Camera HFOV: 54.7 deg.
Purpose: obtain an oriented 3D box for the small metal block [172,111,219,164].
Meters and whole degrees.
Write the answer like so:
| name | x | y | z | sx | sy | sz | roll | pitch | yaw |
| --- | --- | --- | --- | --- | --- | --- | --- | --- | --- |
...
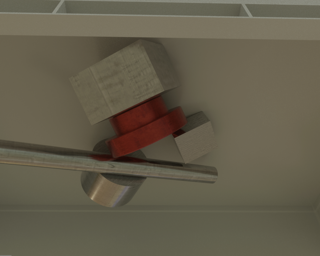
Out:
| name | x | y | z | sx | sy | sz | roll | pitch | yaw |
| --- | --- | --- | --- | --- | --- | --- | --- | --- | --- |
| small metal block | 0.045 | 0.013 | 0.412 | 0.050 | 0.025 | 0.050 | -26 | 128 | -2 |

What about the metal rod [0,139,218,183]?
| name | x | y | z | sx | sy | sz | roll | pitch | yaw |
| --- | --- | --- | --- | --- | --- | --- | --- | --- | --- |
| metal rod | -0.056 | 0.044 | 0.381 | 0.302 | 0.025 | 0.025 | 10 | 131 | -27 |

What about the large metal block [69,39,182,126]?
| name | x | y | z | sx | sy | sz | roll | pitch | yaw |
| --- | --- | --- | --- | --- | --- | --- | --- | --- | --- |
| large metal block | -0.031 | -0.048 | 0.323 | 0.080 | 0.080 | 0.050 | -24 | 94 | 18 |

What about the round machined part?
| name | x | y | z | sx | sy | sz | roll | pitch | yaw |
| --- | --- | --- | --- | --- | --- | --- | --- | --- | --- |
| round machined part | -0.021 | -0.006 | 0.366 | 0.098 | 0.098 | 0.042 | -24 | 95 | 18 |

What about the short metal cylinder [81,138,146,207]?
| name | x | y | z | sx | sy | sz | roll | pitch | yaw |
| --- | --- | --- | --- | --- | --- | --- | --- | --- | --- |
| short metal cylinder | -0.061 | 0.060 | 0.423 | 0.080 | 0.080 | 0.050 | 20 | 128 | -17 |
